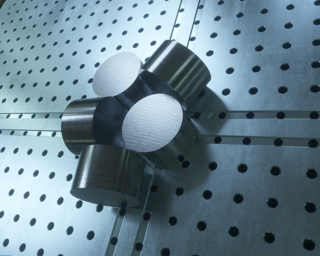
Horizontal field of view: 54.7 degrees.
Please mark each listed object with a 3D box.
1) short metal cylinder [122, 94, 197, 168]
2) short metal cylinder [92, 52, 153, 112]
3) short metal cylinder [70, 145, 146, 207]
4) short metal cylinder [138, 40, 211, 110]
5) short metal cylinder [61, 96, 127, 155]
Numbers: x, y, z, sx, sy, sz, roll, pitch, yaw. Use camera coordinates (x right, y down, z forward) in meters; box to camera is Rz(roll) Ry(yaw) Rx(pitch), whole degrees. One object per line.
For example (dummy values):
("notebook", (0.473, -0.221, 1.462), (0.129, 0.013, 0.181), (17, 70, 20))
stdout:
("short metal cylinder", (0.000, 0.004, 0.390), (0.080, 0.050, 0.080), (-13, 57, 21))
("short metal cylinder", (-0.052, -0.065, 0.459), (0.080, 0.050, 0.080), (-14, 56, 22))
("short metal cylinder", (-0.060, 0.059, 0.367), (0.080, 0.080, 0.050), (-6, 60, 25))
("short metal cylinder", (0.019, -0.068, 0.405), (0.080, 0.080, 0.050), (32, 79, 38))
("short metal cylinder", (-0.086, -0.001, 0.420), (0.050, 0.080, 0.080), (-2, 61, 27))
